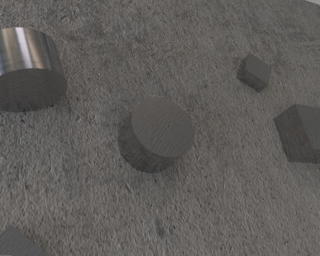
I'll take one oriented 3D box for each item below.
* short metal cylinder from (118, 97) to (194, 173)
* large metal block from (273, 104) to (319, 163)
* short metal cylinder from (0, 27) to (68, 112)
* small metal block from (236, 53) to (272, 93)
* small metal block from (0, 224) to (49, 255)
[{"bbox_3d":[-0.005,0.009,0.379,0.081,0.050,0.080,14,56,-21],"label":"short metal cylinder"},{"bbox_3d":[0.247,0.011,0.514,0.081,0.050,0.080,6,59,-25],"label":"large metal block"},{"bbox_3d":[-0.144,-0.059,0.327,0.081,0.080,0.050,-9,66,-32],"label":"short metal cylinder"},{"bbox_3d":[0.169,-0.099,0.555,0.050,0.025,0.050,32,52,-8],"label":"small metal block"},{"bbox_3d":[-0.128,0.120,0.262,0.050,0.025,0.050,40,51,-1],"label":"small metal block"}]
